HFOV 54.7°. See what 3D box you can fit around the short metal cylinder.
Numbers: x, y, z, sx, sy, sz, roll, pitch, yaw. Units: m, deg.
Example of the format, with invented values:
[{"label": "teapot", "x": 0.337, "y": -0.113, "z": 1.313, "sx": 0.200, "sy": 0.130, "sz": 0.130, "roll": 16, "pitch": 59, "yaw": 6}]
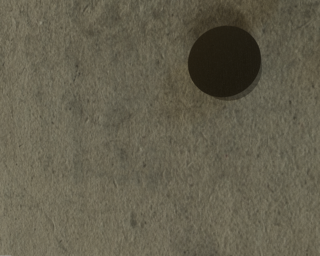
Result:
[{"label": "short metal cylinder", "x": 0.079, "y": -0.074, "z": 0.368, "sx": 0.080, "sy": 0.050, "sz": 0.079, "roll": 0, "pitch": 90, "yaw": 19}]
